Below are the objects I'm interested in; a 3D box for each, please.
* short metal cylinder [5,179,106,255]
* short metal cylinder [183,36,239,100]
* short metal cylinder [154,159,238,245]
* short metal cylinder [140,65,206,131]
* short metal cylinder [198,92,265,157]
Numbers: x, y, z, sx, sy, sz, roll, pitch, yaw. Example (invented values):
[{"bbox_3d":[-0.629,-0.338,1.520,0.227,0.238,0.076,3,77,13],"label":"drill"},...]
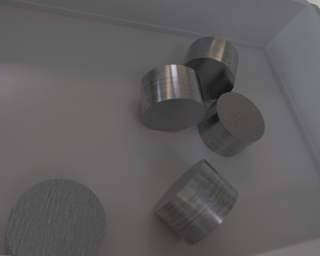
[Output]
[{"bbox_3d":[-0.095,0.093,0.282,0.081,0.050,0.080,14,56,-21],"label":"short metal cylinder"},{"bbox_3d":[0.074,-0.088,0.464,0.080,0.080,0.050,28,52,-11],"label":"short metal cylinder"},{"bbox_3d":[0.039,0.080,0.342,0.050,0.080,0.080,45,51,2],"label":"short metal cylinder"},{"bbox_3d":[0.015,-0.036,0.401,0.081,0.080,0.050,8,58,-24],"label":"short metal cylinder"},{"bbox_3d":[0.102,-0.005,0.447,0.081,0.050,0.080,14,56,-21],"label":"short metal cylinder"}]
